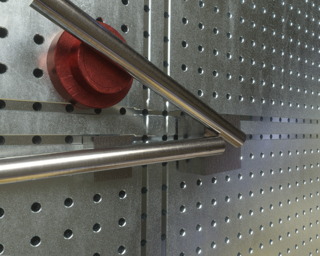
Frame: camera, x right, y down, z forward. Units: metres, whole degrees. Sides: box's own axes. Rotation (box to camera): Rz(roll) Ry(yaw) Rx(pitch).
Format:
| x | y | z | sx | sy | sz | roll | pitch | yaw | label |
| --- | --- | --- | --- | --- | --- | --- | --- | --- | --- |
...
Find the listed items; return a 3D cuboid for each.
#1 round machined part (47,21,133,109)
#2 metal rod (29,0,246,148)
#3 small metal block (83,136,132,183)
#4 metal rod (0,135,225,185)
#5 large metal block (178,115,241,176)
| x | y | z | sx | sy | sz | roll | pitch | yaw | label |
| --- | --- | --- | --- | --- | --- | --- | --- | --- | --- |
| -0.068 | -0.070 | 0.342 | 0.099 | 0.042 | 0.097 | 0 | 90 | -40 | round machined part |
| 0.001 | -0.050 | 0.349 | 0.301 | 0.025 | 0.025 | 31 | 70 | -33 | metal rod |
| -0.061 | 0.034 | 0.361 | 0.050 | 0.025 | 0.050 | -1 | 91 | -40 | small metal block |
| -0.054 | 0.032 | 0.330 | 0.303 | 0.025 | 0.025 | -4 | 93 | -30 | metal rod |
| 0.073 | 0.022 | 0.453 | 0.081 | 0.050 | 0.079 | -3 | 92 | -40 | large metal block |
